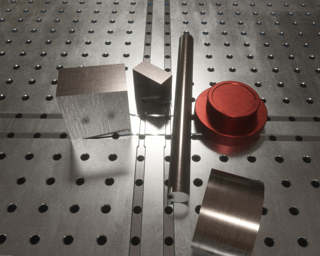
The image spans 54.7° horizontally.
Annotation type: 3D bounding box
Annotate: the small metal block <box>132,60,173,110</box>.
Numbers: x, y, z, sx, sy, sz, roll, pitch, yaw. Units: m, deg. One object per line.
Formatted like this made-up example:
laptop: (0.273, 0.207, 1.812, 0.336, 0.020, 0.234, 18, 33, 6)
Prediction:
small metal block: (-0.011, -0.061, 0.443, 0.050, 0.050, 0.025, 31, 57, 23)

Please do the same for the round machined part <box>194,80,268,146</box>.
round machined part: (0.096, -0.027, 0.420, 0.099, 0.042, 0.098, 0, 50, 0)

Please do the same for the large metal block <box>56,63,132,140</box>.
large metal block: (-0.081, -0.033, 0.398, 0.081, 0.080, 0.050, -6, 51, -5)

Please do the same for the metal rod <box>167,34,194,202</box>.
metal rod: (0.033, -0.038, 0.439, 0.025, 0.025, 0.300, 4, 50, 3)

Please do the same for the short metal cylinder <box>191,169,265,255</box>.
short metal cylinder: (0.065, 0.085, 0.302, 0.050, 0.080, 0.080, 15, 52, 12)
